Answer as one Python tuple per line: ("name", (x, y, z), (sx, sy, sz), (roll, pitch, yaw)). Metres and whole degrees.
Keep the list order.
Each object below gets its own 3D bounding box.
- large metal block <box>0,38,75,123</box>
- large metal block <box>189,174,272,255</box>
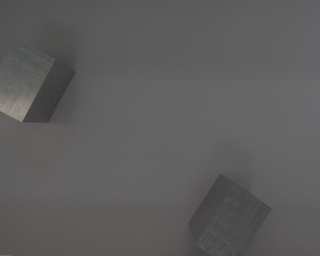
("large metal block", (-0.156, -0.053, 0.383), (0.050, 0.080, 0.080), (28, 90, 0))
("large metal block", (0.082, 0.110, 0.384), (0.050, 0.080, 0.080), (33, 90, 0))
